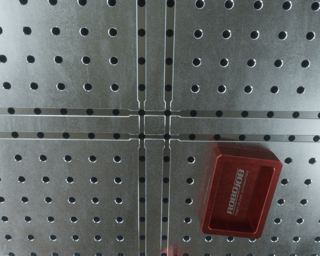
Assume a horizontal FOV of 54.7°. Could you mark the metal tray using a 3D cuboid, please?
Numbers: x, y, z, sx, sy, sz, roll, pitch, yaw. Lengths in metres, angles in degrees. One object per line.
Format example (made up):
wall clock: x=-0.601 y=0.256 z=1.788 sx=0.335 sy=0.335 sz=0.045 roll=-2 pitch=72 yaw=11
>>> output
metal tray: x=0.113 y=0.095 z=0.447 sx=0.091 sy=0.030 sz=0.129 roll=7 pitch=110 yaw=-3
